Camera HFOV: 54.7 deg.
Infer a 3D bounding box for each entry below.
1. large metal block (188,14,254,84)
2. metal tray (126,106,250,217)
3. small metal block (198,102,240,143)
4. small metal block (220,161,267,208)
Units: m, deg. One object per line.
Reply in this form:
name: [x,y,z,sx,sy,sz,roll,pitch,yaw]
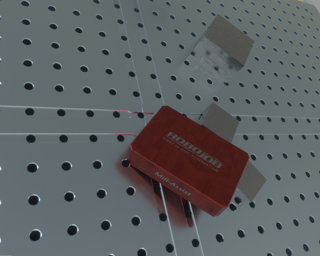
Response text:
large metal block: [0.107,-0.138,0.536,0.080,0.050,0.080,35,51,-6]
metal tray: [0.036,0.037,0.386,0.130,0.030,0.090,31,50,7]
small metal block: [0.084,-0.002,0.456,0.050,0.025,0.050,35,51,-6]
small metal block: [0.111,0.071,0.427,0.050,0.025,0.050,48,51,5]
